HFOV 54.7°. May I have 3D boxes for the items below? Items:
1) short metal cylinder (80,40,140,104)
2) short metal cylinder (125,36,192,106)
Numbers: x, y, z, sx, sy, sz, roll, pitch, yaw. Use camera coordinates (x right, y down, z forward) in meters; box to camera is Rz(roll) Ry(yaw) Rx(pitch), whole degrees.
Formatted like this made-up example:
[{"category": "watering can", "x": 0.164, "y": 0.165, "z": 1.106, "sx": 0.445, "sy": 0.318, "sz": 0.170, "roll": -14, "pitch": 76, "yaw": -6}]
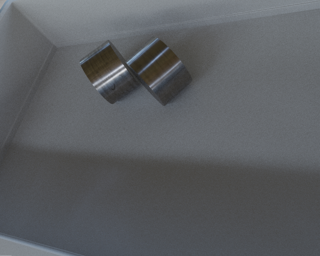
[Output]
[{"category": "short metal cylinder", "x": -0.073, "y": -0.082, "z": 0.459, "sx": 0.050, "sy": 0.080, "sz": 0.080, "roll": -34, "pitch": 51, "yaw": 6}, {"category": "short metal cylinder", "x": -0.002, "y": -0.075, "z": 0.418, "sx": 0.050, "sy": 0.080, "sz": 0.080, "roll": -42, "pitch": 51, "yaw": -1}]
